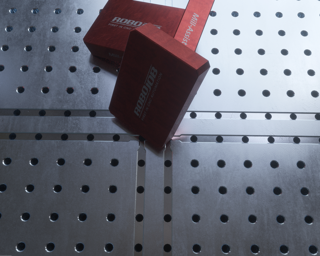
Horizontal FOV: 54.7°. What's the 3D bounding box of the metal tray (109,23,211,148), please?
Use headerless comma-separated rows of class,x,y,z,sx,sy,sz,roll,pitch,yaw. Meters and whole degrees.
metal tray,-0.007,-0.046,0.374,0.090,0.129,0.030,36,45,11

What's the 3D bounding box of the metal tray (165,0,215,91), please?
metal tray,0.029,-0.107,0.414,0.030,0.090,0.130,22,71,-3

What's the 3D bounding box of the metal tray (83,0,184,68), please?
metal tray,-0.032,-0.135,0.441,0.130,0.030,0.090,19,70,21
